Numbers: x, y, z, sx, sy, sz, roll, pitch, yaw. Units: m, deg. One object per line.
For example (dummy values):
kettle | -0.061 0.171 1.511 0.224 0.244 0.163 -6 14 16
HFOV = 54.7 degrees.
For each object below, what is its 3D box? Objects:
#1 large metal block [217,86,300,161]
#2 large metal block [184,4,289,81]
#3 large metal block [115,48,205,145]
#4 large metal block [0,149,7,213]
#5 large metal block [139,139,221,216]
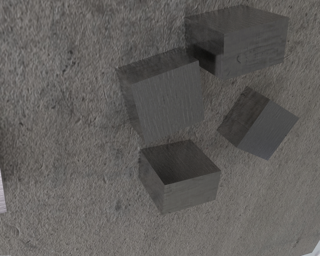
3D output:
large metal block | 0.148 -0.006 0.468 0.080 0.050 0.080 21 107 -36
large metal block | 0.084 -0.101 0.354 0.081 0.080 0.050 -19 126 -18
large metal block | 0.002 -0.039 0.368 0.081 0.050 0.080 -23 127 -15
large metal block | -0.203 0.046 0.308 0.081 0.050 0.079 -7 122 -25
large metal block | 0.024 0.064 0.423 0.081 0.080 0.050 -10 123 -23
